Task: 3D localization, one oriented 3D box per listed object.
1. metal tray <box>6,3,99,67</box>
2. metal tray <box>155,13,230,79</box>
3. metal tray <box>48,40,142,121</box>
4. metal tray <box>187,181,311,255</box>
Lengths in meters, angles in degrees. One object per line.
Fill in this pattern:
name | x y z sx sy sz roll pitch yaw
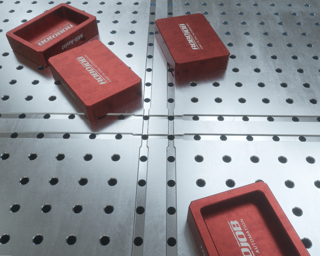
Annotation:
metal tray | -0.185 -0.167 0.544 0.090 0.030 0.131 29 56 22
metal tray | 0.050 -0.143 0.525 0.091 0.030 0.130 -12 51 -10
metal tray | -0.099 -0.077 0.469 0.091 0.030 0.130 -30 56 -23
metal tray | 0.091 0.123 0.301 0.091 0.030 0.130 -13 51 -11
